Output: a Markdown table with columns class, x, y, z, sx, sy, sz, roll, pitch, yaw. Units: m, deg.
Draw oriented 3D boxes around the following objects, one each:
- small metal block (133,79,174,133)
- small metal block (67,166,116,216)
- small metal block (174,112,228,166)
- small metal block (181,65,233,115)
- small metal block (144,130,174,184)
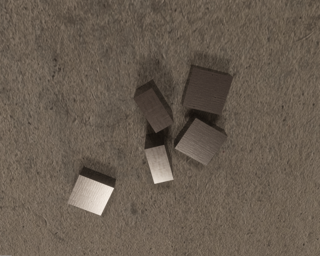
| class | x | y | z | sx | sy | sz | roll | pitch | yaw |
| --- | --- | --- | --- | --- | --- | --- | --- | --- | --- |
| small metal block | -0.007 | -0.028 | 0.386 | 0.025 | 0.050 | 0.050 | -30 | 108 | 10 |
| small metal block | -0.097 | 0.090 | 0.442 | 0.050 | 0.025 | 0.050 | 24 | 108 | -9 |
| small metal block | 0.054 | 0.015 | 0.416 | 0.050 | 0.025 | 0.050 | 30 | 107 | -11 |
| small metal block | 0.059 | -0.049 | 0.393 | 0.050 | 0.025 | 0.050 | 13 | 110 | -5 |
| small metal block | -0.001 | 0.037 | 0.410 | 0.025 | 0.050 | 0.050 | -13 | 110 | 4 |
